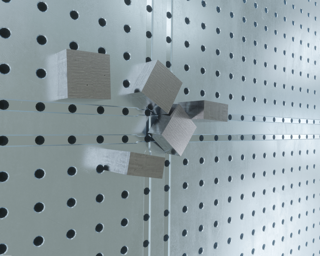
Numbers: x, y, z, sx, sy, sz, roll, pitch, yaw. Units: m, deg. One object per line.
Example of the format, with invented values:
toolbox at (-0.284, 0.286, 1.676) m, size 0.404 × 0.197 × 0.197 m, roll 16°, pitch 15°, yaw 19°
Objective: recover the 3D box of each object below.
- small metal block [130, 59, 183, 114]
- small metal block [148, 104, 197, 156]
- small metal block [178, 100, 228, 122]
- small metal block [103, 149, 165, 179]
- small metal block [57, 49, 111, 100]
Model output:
small metal block at (-0.004, -0.052, 0.405) m, size 0.050 × 0.025 × 0.050 m, roll 38°, pitch 67°, yaw -33°
small metal block at (0.018, 0.002, 0.419) m, size 0.050 × 0.025 × 0.050 m, roll 49°, pitch 61°, yaw -38°
small metal block at (0.061, -0.023, 0.443) m, size 0.050 × 0.050 × 0.025 m, roll 5°, pitch 87°, yaw -40°
small metal block at (-0.031, 0.042, 0.366) m, size 0.050 × 0.050 × 0.025 m, roll 14°, pitch 81°, yaw -39°
small metal block at (-0.083, -0.056, 0.339) m, size 0.050 × 0.025 × 0.050 m, roll -2°, pitch 92°, yaw -40°
